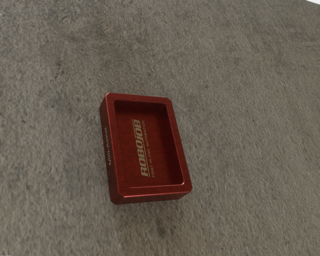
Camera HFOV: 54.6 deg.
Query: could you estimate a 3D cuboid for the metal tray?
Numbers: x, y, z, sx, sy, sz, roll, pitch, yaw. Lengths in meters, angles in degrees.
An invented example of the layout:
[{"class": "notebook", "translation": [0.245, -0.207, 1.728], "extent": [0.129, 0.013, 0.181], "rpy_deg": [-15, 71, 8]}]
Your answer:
[{"class": "metal tray", "translation": [-0.019, 0.022, 0.376], "extent": [0.091, 0.030, 0.130], "rpy_deg": [2, 61, -27]}]
